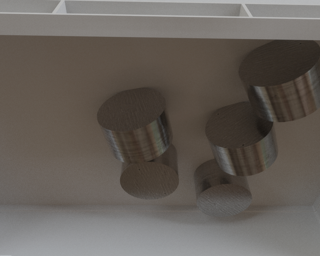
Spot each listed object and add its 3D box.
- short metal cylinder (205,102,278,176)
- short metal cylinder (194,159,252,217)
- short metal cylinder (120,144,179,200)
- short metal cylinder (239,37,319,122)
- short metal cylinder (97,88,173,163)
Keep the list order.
[{"bbox_3d":[0.102,0.013,0.386,0.080,0.080,0.050,-16,129,12],"label":"short metal cylinder"},{"bbox_3d":[0.094,0.091,0.472,0.081,0.050,0.079,0,130,0],"label":"short metal cylinder"},{"bbox_3d":[-0.014,0.057,0.442,0.081,0.050,0.079,0,130,0],"label":"short metal cylinder"},{"bbox_3d":[0.131,-0.052,0.331,0.080,0.080,0.050,-22,127,17],"label":"short metal cylinder"},{"bbox_3d":[-0.028,-0.004,0.369,0.080,0.080,0.050,-8,130,7],"label":"short metal cylinder"}]
